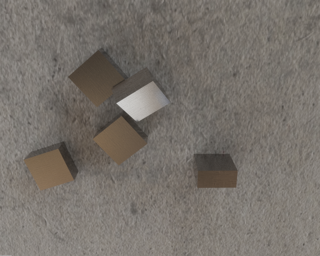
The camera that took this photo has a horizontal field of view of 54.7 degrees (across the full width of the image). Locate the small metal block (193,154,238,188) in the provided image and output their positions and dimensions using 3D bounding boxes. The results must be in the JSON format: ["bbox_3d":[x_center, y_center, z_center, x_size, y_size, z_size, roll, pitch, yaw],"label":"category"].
[{"bbox_3d":[0.073,0.057,0.419,0.050,0.050,0.025,0,110,0],"label":"small metal block"}]

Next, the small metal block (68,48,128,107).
[{"bbox_3d":[-0.075,-0.063,0.386,0.050,0.025,0.050,-38,106,12],"label":"small metal block"}]

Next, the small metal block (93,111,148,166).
[{"bbox_3d":[-0.052,0.013,0.414,0.050,0.025,0.050,-38,106,12],"label":"small metal block"}]

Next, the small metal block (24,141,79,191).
[{"bbox_3d":[-0.149,0.052,0.427,0.050,0.025,0.050,-18,109,6],"label":"small metal block"}]

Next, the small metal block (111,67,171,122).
[{"bbox_3d":[-0.023,-0.040,0.382,0.050,0.025,0.050,-30,145,10],"label":"small metal block"}]
